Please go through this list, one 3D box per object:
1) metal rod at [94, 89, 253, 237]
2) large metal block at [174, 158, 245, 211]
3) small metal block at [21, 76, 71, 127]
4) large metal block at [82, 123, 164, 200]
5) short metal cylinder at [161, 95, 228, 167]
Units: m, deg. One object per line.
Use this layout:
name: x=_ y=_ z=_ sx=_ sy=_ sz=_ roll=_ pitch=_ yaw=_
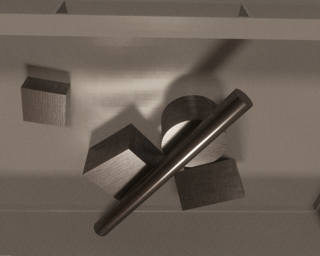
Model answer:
metal rod: x=-0.002 y=0.061 z=0.395 sx=0.025 sy=0.025 sz=0.299 roll=29 pitch=124 yaw=-23
large metal block: x=0.072 y=0.078 z=0.434 sx=0.080 sy=0.050 sz=0.080 roll=-16 pitch=169 yaw=13
small metal block: x=-0.139 y=-0.031 z=0.380 sx=0.050 sy=0.025 sz=0.050 roll=9 pitch=130 yaw=-9
large metal block: x=-0.047 y=0.052 z=0.436 sx=0.080 sy=0.050 sz=0.080 roll=-30 pitch=124 yaw=22
short metal cylinder: x=0.042 y=0.005 z=0.397 sx=0.081 sy=0.050 sz=0.079 roll=0 pitch=130 yaw=0
